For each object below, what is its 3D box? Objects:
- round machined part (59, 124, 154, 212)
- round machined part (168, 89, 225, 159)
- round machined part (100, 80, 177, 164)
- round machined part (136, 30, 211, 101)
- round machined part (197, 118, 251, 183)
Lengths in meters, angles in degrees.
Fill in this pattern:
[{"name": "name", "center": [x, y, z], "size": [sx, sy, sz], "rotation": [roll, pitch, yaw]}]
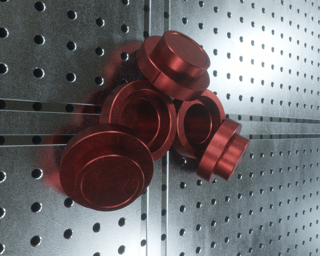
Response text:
[{"name": "round machined part", "center": [-0.054, 0.048, 0.324], "size": [0.099, 0.042, 0.097], "rotation": [-6, 116, -13]}, {"name": "round machined part", "center": [0.046, -0.006, 0.439], "size": [0.099, 0.042, 0.097], "rotation": [0, 90, -40]}, {"name": "round machined part", "center": [-0.029, -0.007, 0.374], "size": [0.099, 0.042, 0.097], "rotation": [0, 90, -40]}, {"name": "round machined part", "center": [0.023, -0.083, 0.386], "size": [0.099, 0.042, 0.098], "rotation": [23, 40, -21]}, {"name": "round machined part", "center": [0.096, 0.038, 0.446], "size": [0.098, 0.042, 0.098], "rotation": [-50, 158, -29]}]
